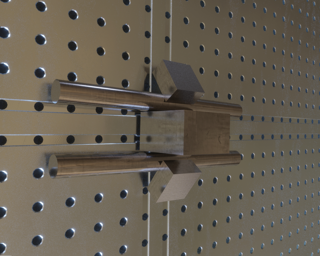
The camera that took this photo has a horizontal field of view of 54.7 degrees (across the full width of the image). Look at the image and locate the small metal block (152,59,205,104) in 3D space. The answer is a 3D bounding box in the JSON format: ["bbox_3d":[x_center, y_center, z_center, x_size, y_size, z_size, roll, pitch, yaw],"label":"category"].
[{"bbox_3d":[0.025,-0.060,0.410,0.050,0.025,0.050,1,55,-40],"label":"small metal block"}]

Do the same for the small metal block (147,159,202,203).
[{"bbox_3d":[0.019,0.069,0.405,0.050,0.025,0.050,4,125,-40],"label":"small metal block"}]

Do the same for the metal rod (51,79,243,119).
[{"bbox_3d":[0.010,-0.032,0.412,0.302,0.025,0.025,3,89,-40],"label":"metal rod"}]

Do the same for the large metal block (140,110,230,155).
[{"bbox_3d":[0.031,0.006,0.394,0.081,0.080,0.050,2,89,-40],"label":"large metal block"}]

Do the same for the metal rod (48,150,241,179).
[{"bbox_3d":[0.007,0.044,0.411,0.302,0.025,0.025,3,89,-40],"label":"metal rod"}]
